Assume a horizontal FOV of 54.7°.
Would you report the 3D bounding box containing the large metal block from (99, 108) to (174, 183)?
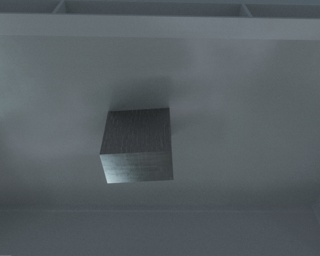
[{"bbox_3d":[-0.026,0.021,0.390,0.080,0.080,0.050,-3,130,2],"label":"large metal block"}]
